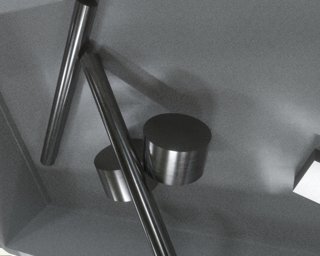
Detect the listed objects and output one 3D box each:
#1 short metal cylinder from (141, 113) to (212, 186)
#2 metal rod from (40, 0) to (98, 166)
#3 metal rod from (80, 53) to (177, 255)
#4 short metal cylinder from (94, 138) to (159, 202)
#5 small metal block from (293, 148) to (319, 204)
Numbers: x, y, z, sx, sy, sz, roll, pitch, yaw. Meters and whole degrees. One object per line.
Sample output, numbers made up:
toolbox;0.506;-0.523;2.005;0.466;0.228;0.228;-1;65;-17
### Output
short metal cylinder;0.018;0.024;0.377;0.080;0.080;0.050;18;125;17
metal rod;-0.141;-0.045;0.452;0.025;0.025;0.298;33;129;6
metal rod;-0.036;0.045;0.372;0.025;0.025;0.299;-32;75;37
short metal cylinder;-0.045;0.056;0.430;0.080;0.080;0.050;0;118;28
small metal block;0.186;0.058;0.347;0.050;0.025;0.050;24;127;12
